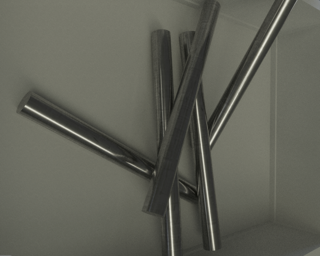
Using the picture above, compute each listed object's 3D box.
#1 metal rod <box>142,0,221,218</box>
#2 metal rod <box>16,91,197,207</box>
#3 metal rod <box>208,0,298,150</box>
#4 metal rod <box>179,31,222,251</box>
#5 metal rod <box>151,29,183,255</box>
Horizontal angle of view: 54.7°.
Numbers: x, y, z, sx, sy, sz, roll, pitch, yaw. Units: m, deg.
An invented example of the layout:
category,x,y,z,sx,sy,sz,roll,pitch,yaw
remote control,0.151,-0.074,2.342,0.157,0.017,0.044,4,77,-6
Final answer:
category,x,y,z,sx,sy,sz,roll,pitch,yaw
metal rod,0.033,-0.041,0.384,0.025,0.025,0.300,34,62,-35
metal rod,-0.028,0.045,0.382,0.301,0.025,0.025,34,69,-35
metal rod,0.125,-0.091,0.420,0.025,0.025,0.298,14,110,-39
metal rod,0.056,0.015,0.431,0.025,0.025,0.298,-3,85,-40
metal rod,0.008,0.023,0.386,0.025,0.025,0.298,4,79,-40
